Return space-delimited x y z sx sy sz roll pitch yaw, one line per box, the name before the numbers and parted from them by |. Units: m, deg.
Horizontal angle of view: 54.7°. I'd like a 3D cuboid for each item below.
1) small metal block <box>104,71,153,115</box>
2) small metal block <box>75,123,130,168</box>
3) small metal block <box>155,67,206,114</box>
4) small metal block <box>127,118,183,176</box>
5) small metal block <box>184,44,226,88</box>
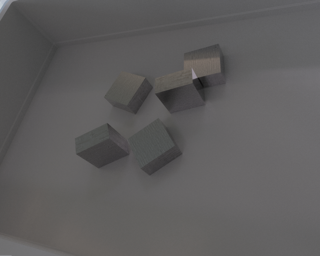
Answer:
small metal block | -0.047 -0.053 0.464 0.050 0.025 0.050 21 73 36
small metal block | -0.077 0.025 0.415 0.050 0.050 0.025 -25 53 13
small metal block | 0.027 -0.047 0.405 0.050 0.050 0.025 -13 56 21
small metal block | -0.007 0.024 0.395 0.050 0.025 0.050 -34 51 5
small metal block | 0.061 -0.082 0.424 0.050 0.025 0.050 -11 57 22
